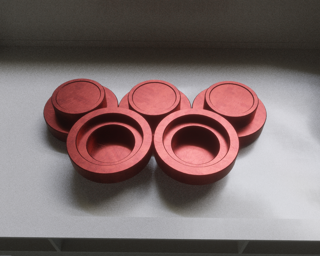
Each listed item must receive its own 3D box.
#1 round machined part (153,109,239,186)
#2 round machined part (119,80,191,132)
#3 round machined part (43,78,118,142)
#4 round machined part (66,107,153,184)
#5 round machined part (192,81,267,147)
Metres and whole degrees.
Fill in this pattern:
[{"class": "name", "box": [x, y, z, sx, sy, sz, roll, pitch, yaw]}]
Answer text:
[{"class": "round machined part", "box": [0.041, 0.026, 0.370, 0.099, 0.042, 0.098, 0, 50, 0]}, {"class": "round machined part", "box": [-0.007, -0.027, 0.414, 0.099, 0.042, 0.098, 0, 49, 0]}, {"class": "round machined part", "box": [-0.105, -0.029, 0.414, 0.099, 0.042, 0.098, 1, 49, -1]}, {"class": "round machined part", "box": [-0.057, 0.024, 0.371, 0.099, 0.042, 0.098, 0, 50, 0]}, {"class": "round machined part", "box": [0.092, -0.025, 0.412, 0.099, 0.042, 0.098, 0, 49, 0]}]
